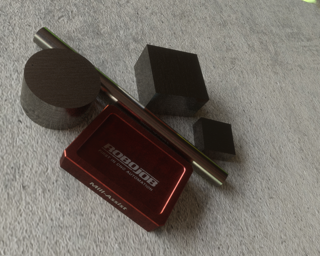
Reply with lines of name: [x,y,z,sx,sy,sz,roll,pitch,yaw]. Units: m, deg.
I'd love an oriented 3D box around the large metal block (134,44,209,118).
large metal block: [0.014,-0.064,0.437,0.081,0.050,0.080,4,60,-27]

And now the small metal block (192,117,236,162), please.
small metal block: [0.076,0.017,0.438,0.050,0.025,0.050,12,57,-22]

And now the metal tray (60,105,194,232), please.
metal tray: [-0.035,0.044,0.358,0.130,0.030,0.090,38,51,-3]

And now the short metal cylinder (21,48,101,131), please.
short metal cylinder: [-0.114,-0.044,0.355,0.081,0.050,0.080,14,56,-21]

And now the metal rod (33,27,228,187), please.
metal rod: [-0.036,-0.025,0.402,0.300,0.025,0.025,39,51,-3]
